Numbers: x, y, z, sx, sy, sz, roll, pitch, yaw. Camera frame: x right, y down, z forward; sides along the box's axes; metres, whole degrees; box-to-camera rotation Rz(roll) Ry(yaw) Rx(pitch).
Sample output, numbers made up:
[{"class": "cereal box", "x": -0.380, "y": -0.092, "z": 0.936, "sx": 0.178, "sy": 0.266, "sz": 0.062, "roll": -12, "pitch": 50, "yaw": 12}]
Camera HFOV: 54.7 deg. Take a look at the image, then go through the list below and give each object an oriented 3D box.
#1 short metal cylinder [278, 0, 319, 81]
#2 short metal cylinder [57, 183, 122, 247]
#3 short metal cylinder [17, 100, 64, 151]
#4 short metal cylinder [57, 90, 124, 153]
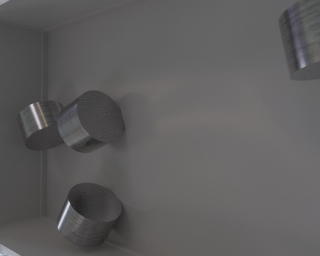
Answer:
[{"class": "short metal cylinder", "x": 0.143, "y": -0.075, "z": 0.252, "sx": 0.080, "sy": 0.081, "sz": 0.050, "roll": -14, "pitch": 81, "yaw": 39}, {"class": "short metal cylinder", "x": -0.104, "y": 0.126, "z": 0.457, "sx": 0.080, "sy": 0.081, "sz": 0.050, "roll": 41, "pitch": 115, "yaw": 32}, {"class": "short metal cylinder", "x": -0.197, "y": -0.003, "z": 0.534, "sx": 0.080, "sy": 0.081, "sz": 0.050, "roll": -42, "pitch": 65, "yaw": 32}, {"class": "short metal cylinder", "x": -0.101, "y": -0.009, "z": 0.454, "sx": 0.050, "sy": 0.081, "sz": 0.080, "roll": -26, "pitch": 74, "yaw": 37}]
